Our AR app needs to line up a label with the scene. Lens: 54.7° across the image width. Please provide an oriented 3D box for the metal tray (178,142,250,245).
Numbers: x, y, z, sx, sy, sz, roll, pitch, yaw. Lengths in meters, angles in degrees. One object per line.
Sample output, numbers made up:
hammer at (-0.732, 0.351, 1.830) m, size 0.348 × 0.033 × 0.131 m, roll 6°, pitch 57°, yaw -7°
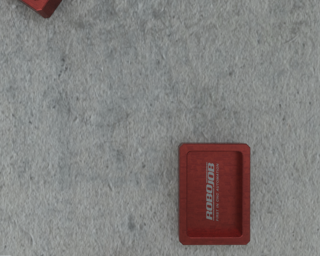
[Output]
metal tray at (0.070, 0.084, 0.408) m, size 0.091 × 0.030 × 0.129 m, roll 0°, pitch 90°, yaw -1°

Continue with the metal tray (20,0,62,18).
metal tray at (-0.151, -0.224, 0.405) m, size 0.090 × 0.030 × 0.130 m, roll 35°, pitch 90°, yaw -1°
